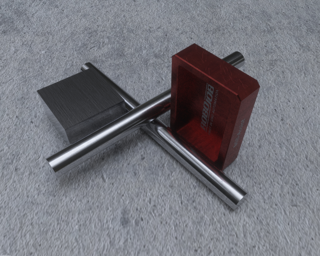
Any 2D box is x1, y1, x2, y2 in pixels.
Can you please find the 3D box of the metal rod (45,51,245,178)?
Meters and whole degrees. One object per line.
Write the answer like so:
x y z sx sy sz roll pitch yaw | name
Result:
-0.001 -0.029 0.396 0.302 0.025 0.025 -32 57 -25 | metal rod

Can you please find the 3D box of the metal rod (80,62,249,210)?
-0.012 -0.005 0.409 0.025 0.025 0.300 -35 58 -26 | metal rod

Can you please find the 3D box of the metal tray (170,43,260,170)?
0.054 -0.019 0.352 0.030 0.129 0.090 -36 59 -25 | metal tray

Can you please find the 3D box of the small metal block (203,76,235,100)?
0.083 -0.054 0.451 0.050 0.025 0.050 -29 56 -22 | small metal block

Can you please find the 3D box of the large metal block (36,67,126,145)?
-0.100 -0.025 0.407 0.081 0.050 0.080 -30 56 -23 | large metal block
